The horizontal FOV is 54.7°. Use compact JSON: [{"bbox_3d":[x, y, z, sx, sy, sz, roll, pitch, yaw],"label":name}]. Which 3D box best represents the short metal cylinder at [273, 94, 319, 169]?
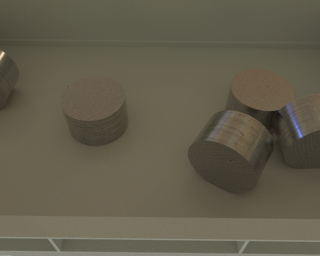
[{"bbox_3d":[0.181,0.006,0.366,0.081,0.080,0.050,-2,50,-2],"label":"short metal cylinder"}]

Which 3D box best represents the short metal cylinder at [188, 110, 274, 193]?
[{"bbox_3d":[0.079,0.027,0.347,0.080,0.080,0.050,26,55,20],"label":"short metal cylinder"}]

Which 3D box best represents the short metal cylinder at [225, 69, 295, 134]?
[{"bbox_3d":[0.132,-0.035,0.419,0.080,0.050,0.080,0,50,0],"label":"short metal cylinder"}]

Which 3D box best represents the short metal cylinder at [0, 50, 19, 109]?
[{"bbox_3d":[-0.244,-0.069,0.425,0.080,0.080,0.050,2,50,2],"label":"short metal cylinder"}]

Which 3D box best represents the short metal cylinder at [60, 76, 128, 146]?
[{"bbox_3d":[-0.084,-0.023,0.407,0.080,0.050,0.080,0,50,0],"label":"short metal cylinder"}]
